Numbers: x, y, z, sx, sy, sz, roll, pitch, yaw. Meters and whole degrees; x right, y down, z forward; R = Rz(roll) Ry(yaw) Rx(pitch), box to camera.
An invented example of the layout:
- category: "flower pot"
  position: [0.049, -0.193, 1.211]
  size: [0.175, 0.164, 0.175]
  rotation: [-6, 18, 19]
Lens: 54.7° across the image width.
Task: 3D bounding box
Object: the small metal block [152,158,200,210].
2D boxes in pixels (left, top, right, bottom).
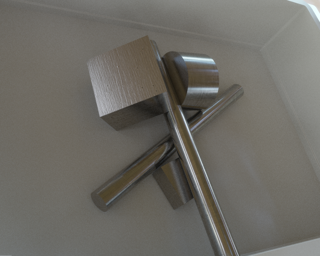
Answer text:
- category: "small metal block"
  position: [0.028, 0.064, 0.381]
  size: [0.050, 0.025, 0.050]
  rotation: [-24, 75, -37]

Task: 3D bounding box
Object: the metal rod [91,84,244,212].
- category: "metal rod"
  position: [0.032, 0.008, 0.417]
  size: [0.025, 0.025, 0.302]
  rotation: [49, 51, 6]

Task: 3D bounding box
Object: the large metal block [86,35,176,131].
- category: "large metal block"
  position: [-0.035, -0.053, 0.378]
  size: [0.080, 0.050, 0.080]
  rotation: [-20, 67, 7]

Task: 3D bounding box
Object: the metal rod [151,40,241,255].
- category: "metal rod"
  position: [0.029, 0.014, 0.379]
  size: [0.025, 0.025, 0.299]
  rotation: [-5, 63, -31]

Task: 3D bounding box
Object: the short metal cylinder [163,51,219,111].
- category: "short metal cylinder"
  position: [0.035, -0.063, 0.427]
  size: [0.050, 0.080, 0.080]
  rotation: [-4, 64, -32]
